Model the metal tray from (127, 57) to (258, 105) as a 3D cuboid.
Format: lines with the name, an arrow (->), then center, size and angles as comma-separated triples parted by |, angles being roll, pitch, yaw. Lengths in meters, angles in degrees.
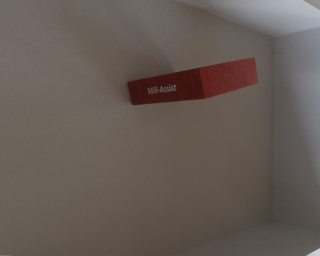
metal tray -> 0.035, -0.054, 0.366 | 0.091, 0.130, 0.030 | -19, 102, -38
